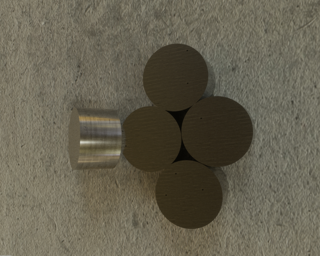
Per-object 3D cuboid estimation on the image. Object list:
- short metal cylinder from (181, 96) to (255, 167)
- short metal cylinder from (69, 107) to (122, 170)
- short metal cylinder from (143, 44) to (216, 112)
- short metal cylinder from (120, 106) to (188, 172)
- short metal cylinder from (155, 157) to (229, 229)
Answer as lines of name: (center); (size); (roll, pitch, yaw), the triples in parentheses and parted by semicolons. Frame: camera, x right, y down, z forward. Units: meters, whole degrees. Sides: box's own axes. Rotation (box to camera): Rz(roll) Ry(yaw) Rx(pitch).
short metal cylinder: (0.071, 0.004, 0.372); (0.080, 0.050, 0.080); (0, 90, 20)
short metal cylinder: (-0.087, 0.014, 0.406); (0.080, 0.050, 0.080); (-6, 83, 64)
short metal cylinder: (0.026, -0.060, 0.388); (0.080, 0.050, 0.080); (0, 90, 20)
short metal cylinder: (-0.004, 0.013, 0.398); (0.080, 0.050, 0.080); (0, 90, 20)
short metal cylinder: (0.041, 0.077, 0.382); (0.080, 0.050, 0.080); (0, 90, 20)
